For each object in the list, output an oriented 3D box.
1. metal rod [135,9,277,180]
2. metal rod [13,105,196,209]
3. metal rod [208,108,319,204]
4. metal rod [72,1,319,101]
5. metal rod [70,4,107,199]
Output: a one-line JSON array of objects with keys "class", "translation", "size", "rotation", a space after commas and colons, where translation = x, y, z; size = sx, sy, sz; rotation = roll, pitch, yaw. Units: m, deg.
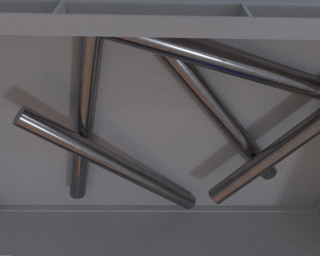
[{"class": "metal rod", "translation": [0.073, -0.022, 0.391], "size": [0.025, 0.025, 0.300], "rotation": [-31, 124, 23]}, {"class": "metal rod", "translation": [-0.054, 0.054, 0.431], "size": [0.025, 0.025, 0.301], "rotation": [-37, 129, 26]}, {"class": "metal rod", "translation": [0.174, 0.010, 0.388], "size": [0.025, 0.025, 0.299], "rotation": [31, 122, -24]}, {"class": "metal rod", "translation": [0.064, -0.072, 0.326], "size": [0.302, 0.025, 0.025], "rotation": [11, 130, -19]}, {"class": "metal rod", "translation": [-0.098, -0.008, 0.401], "size": [0.025, 0.025, 0.298], "rotation": [10, 130, -9]}]
